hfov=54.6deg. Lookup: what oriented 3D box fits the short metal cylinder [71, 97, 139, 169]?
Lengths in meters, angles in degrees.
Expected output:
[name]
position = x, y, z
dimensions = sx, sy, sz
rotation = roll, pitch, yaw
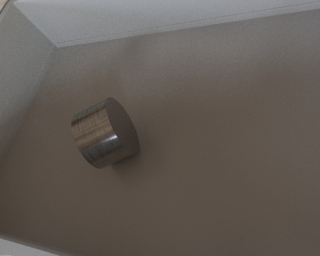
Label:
[short metal cylinder]
position = -0.069, 0.007, 0.404
dimensions = 0.050, 0.080, 0.080
rotation = -25, 53, 13
